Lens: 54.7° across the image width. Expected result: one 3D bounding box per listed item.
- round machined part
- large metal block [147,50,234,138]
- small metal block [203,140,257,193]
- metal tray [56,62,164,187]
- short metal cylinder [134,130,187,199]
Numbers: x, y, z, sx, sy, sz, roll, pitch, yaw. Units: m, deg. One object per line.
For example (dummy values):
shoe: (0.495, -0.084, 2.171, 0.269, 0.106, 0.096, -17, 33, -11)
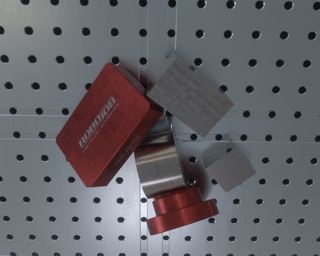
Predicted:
round machined part: (0.028, 0.112, 0.426, 0.098, 0.098, 0.042, -20, 74, 7)
large metal block: (0.033, -0.044, 0.368, 0.080, 0.080, 0.050, 36, 106, -13)
small metal block: (0.097, 0.054, 0.434, 0.050, 0.025, 0.050, -38, 106, 12)
metal tray: (-0.066, -0.003, 0.381, 0.090, 0.030, 0.129, 47, 108, 28)
short metal cylinder: (0.002, 0.047, 0.401, 0.050, 0.080, 0.080, -14, 110, 5)
